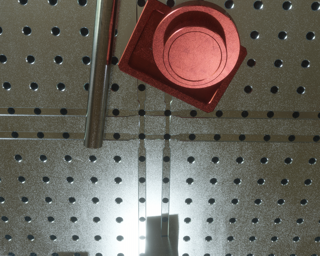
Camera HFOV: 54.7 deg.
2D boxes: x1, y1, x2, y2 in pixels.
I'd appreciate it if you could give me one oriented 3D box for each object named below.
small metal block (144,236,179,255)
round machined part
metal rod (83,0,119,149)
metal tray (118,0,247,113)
[{"bbox_3d":[0.003,0.193,0.472,0.050,0.050,0.025,-5,110,1],"label":"small metal block"},{"bbox_3d":[0.040,-0.087,0.345,0.099,0.042,0.097,4,126,6],"label":"round machined part"},{"bbox_3d":[-0.066,-0.115,0.370,0.025,0.025,0.298,9,110,-4],"label":"metal rod"},{"bbox_3d":[0.026,-0.086,0.379,0.131,0.030,0.089,25,108,-10],"label":"metal tray"}]
